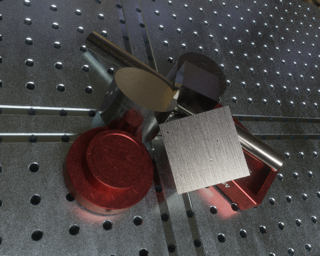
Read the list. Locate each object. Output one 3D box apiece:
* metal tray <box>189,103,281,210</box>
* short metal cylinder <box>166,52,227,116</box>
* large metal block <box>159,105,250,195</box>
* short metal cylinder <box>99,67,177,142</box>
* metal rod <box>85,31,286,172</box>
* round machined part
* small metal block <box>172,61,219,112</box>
[{"bbox_3d":[0.098,0.037,0.431,0.130,0.030,0.090,45,51,3],"label":"metal tray"},{"bbox_3d":[0.050,-0.064,0.454,0.081,0.050,0.080,14,56,-21],"label":"short metal cylinder"},{"bbox_3d":[0.050,0.026,0.365,0.080,0.050,0.080,-15,83,1],"label":"large metal block"},{"bbox_3d":[-0.027,-0.029,0.377,0.080,0.050,0.080,22,35,-16],"label":"short metal cylinder"},{"bbox_3d":[0.029,-0.038,0.411,0.301,0.025,0.025,34,51,6],"label":"metal rod"},{"bbox_3d":[-0.051,0.041,0.339,0.099,0.042,0.098,14,56,-21],"label":"round machined part"},{"bbox_3d":[0.046,-0.051,0.392,0.050,0.025,0.050,23,45,-14],"label":"small metal block"}]
